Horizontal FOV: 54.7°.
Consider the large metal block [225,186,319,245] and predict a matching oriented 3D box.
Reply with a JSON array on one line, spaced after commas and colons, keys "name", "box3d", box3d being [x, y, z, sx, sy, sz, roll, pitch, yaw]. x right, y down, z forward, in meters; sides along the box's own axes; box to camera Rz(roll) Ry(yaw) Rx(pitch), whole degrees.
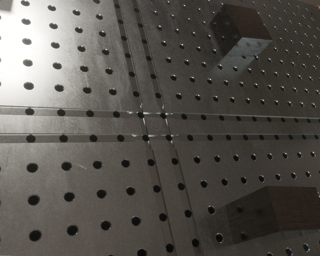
[{"name": "large metal block", "box3d": [0.143, 0.110, 0.385, 0.081, 0.080, 0.050, 7, 59, -25]}]

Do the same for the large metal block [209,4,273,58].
[{"name": "large metal block", "box3d": [0.154, -0.183, 0.590, 0.081, 0.050, 0.080, -6, 65, -31]}]
